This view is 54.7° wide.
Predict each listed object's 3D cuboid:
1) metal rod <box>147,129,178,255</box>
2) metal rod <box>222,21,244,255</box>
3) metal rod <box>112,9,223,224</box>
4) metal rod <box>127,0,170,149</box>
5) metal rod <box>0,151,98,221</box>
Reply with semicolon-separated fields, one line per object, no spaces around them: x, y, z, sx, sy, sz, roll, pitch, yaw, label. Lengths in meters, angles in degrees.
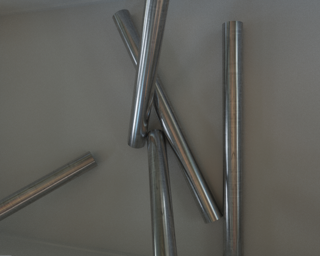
0.005;0.126;0.321;0.025;0.025;0.300;-20;49;18;metal rod
0.089;0.022;0.378;0.025;0.025;0.298;0;90;19;metal rod
0.007;-0.021;0.407;0.025;0.025;0.299;-27;82;18;metal rod
-0.009;-0.099;0.338;0.025;0.025;0.298;24;127;18;metal rod
-0.224;0.116;0.416;0.302;0.025;0.025;-29;79;-11;metal rod
